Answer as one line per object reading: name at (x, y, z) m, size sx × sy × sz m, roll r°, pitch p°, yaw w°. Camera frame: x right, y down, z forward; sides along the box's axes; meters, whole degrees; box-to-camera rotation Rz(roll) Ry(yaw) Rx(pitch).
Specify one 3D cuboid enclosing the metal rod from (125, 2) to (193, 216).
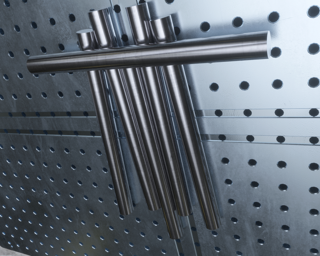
metal rod at (0.006, -0.005, 0.407) m, size 0.025 × 0.025 × 0.298 m, roll 1°, pitch 119°, yaw 28°

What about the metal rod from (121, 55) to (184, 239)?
metal rod at (-0.006, 0.041, 0.440) m, size 0.025 × 0.025 × 0.298 m, roll 1°, pitch 119°, yaw 28°

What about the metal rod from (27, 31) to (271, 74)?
metal rod at (-0.035, -0.080, 0.348) m, size 0.300 × 0.025 × 0.025 m, roll 2°, pitch 119°, yaw 27°

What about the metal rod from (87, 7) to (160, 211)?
metal rod at (-0.041, -0.008, 0.429) m, size 0.025 × 0.025 × 0.298 m, roll 1°, pitch 119°, yaw 28°

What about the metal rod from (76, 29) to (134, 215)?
metal rod at (-0.074, 0.009, 0.455) m, size 0.025 × 0.025 × 0.298 m, roll 7°, pitch 122°, yaw 25°

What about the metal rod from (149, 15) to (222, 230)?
metal rod at (0.039, 0.011, 0.398) m, size 0.025 × 0.025 × 0.299 m, roll -3°, pitch 117°, yaw 29°
